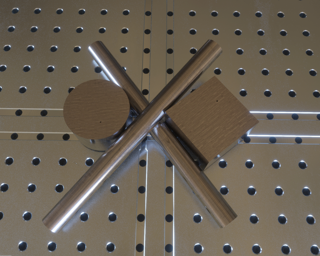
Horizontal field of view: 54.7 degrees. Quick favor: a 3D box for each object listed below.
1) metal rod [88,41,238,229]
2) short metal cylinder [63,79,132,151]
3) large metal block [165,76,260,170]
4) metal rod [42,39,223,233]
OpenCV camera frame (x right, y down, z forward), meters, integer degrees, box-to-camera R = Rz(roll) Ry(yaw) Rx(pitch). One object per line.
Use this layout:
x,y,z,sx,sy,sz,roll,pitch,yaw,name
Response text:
-0.006,-0.003,0.408,0.025,0.025,0.300,-34,74,-12,metal rod
-0.077,-0.016,0.400,0.081,0.050,0.080,0,70,0,short metal cylinder
0.063,-0.005,0.396,0.080,0.050,0.080,-37,74,-12,large metal block
-0.029,0.005,0.383,0.025,0.025,0.300,41,83,13,metal rod
